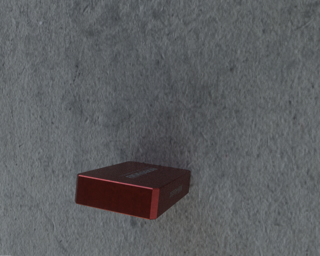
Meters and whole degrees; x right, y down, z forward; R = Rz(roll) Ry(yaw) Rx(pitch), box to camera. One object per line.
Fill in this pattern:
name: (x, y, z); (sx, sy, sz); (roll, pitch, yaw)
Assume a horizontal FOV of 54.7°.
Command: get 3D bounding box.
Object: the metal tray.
metal tray: (-0.024, 0.066, 0.361); (0.090, 0.130, 0.030); (6, 92, 19)
